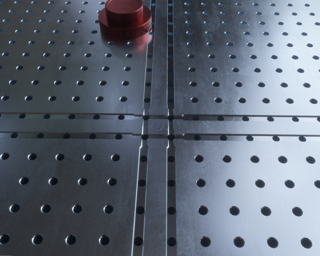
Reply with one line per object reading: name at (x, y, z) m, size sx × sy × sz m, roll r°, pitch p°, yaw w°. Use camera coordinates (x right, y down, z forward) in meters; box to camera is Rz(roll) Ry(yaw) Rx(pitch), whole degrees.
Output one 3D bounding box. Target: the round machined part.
round machined part at (-0.065, -0.210, 0.573) m, size 0.099 × 0.042 × 0.098 m, roll 0°, pitch 50°, yaw 0°
